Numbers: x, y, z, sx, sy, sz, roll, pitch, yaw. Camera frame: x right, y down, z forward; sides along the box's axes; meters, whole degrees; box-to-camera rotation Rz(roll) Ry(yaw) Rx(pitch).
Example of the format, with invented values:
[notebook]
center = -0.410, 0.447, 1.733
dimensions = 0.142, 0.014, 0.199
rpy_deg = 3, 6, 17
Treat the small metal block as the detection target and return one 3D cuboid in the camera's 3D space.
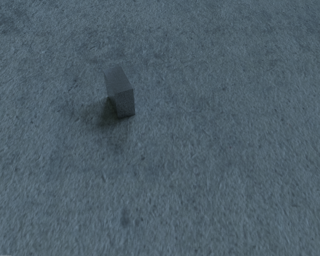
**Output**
[small metal block]
center = -0.056, -0.048, 0.427
dimensions = 0.025, 0.050, 0.050
rpy_deg = -18, 53, -15
